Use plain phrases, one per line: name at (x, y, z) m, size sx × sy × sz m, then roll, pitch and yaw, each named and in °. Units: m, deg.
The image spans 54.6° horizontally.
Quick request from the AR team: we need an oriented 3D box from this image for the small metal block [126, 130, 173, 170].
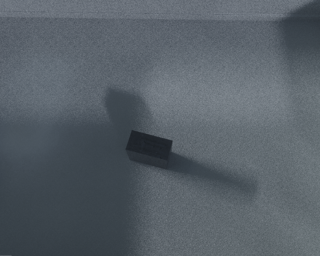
small metal block at (-0.012, 0.028, 0.386) m, size 0.050 × 0.050 × 0.025 m, roll 14°, pitch 71°, yaw 5°
